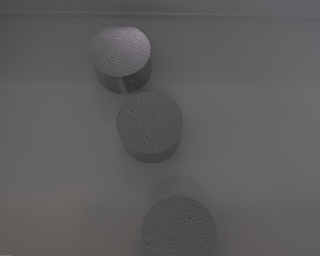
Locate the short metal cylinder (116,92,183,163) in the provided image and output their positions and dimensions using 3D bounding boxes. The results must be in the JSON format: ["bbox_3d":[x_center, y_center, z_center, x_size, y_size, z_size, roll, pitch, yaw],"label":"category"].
[{"bbox_3d":[-0.012,0.000,0.396,0.081,0.050,0.080,0,70,0],"label":"short metal cylinder"}]

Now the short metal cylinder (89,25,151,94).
[{"bbox_3d":[-0.053,-0.094,0.430,0.081,0.050,0.080,0,70,0],"label":"short metal cylinder"}]

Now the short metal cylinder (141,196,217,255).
[{"bbox_3d":[0.020,0.120,0.352,0.081,0.050,0.080,0,70,0],"label":"short metal cylinder"}]
